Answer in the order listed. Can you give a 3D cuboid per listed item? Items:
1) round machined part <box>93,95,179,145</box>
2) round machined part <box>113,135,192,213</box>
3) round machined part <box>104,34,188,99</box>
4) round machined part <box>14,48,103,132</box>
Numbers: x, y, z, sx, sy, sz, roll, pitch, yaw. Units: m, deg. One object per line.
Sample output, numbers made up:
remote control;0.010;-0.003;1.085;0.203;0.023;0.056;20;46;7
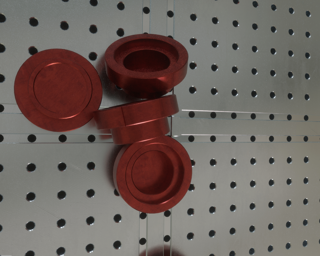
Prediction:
round machined part;-0.025;-0.009;0.364;0.099;0.098;0.042;-14;97;-19
round machined part;-0.012;0.055;0.398;0.099;0.042;0.097;-1;92;-20
round machined part;-0.016;-0.072;0.379;0.099;0.098;0.042;-18;138;-19
round machined part;-0.116;-0.044;0.361;0.099;0.042;0.097;0;90;-20
